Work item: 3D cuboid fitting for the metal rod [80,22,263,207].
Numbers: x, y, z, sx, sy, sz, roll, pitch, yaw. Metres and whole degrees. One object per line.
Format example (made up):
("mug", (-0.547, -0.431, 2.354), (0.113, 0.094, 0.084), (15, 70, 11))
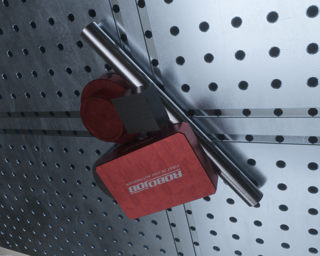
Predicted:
("metal rod", (0.017, -0.014, 0.388), (0.300, 0.025, 0.025), (45, 129, -4))

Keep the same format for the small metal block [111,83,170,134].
("small metal block", (-0.024, -0.022, 0.375), (0.050, 0.025, 0.050), (-8, 117, 37))

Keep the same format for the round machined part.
("round machined part", (-0.067, -0.020, 0.417), (0.098, 0.042, 0.097), (14, 125, 21))

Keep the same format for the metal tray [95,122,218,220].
("metal tray", (-0.004, 0.057, 0.391), (0.130, 0.030, 0.090), (-24, 106, 23))

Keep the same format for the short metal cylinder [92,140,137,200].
("short metal cylinder", (-0.051, 0.063, 0.455), (0.080, 0.050, 0.079), (13, 124, 21))
